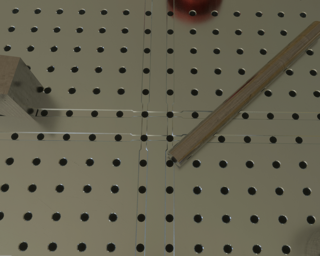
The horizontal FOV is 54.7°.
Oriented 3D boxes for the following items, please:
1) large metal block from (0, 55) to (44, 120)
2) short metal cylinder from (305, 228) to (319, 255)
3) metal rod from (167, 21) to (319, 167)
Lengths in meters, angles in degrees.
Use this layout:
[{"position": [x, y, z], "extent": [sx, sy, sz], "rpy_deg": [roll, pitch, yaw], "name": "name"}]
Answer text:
[{"position": [-0.210, -0.053, 0.400], "extent": [0.080, 0.080, 0.050], "rpy_deg": [8, 70, 3], "name": "large metal block"}, {"position": [0.214, 0.148, 0.346], "extent": [0.081, 0.050, 0.080], "rpy_deg": [0, 70, 0], "name": "short metal cylinder"}, {"position": [0.128, -0.055, 0.432], "extent": [0.301, 0.025, 0.025], "rpy_deg": [-41, 75, -14], "name": "metal rod"}]
